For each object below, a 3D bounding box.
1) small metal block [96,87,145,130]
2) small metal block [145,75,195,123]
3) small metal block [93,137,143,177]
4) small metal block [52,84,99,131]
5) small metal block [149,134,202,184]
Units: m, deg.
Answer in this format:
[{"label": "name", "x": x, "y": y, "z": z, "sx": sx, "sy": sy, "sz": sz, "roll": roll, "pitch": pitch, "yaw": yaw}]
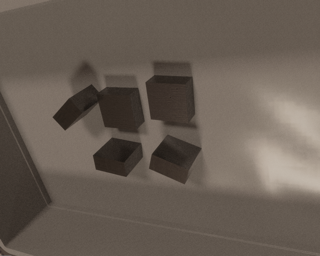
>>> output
[{"label": "small metal block", "x": -0.053, "y": -0.027, "z": 0.418, "sx": 0.050, "sy": 0.025, "sz": 0.050, "roll": 5, "pitch": 121, "yaw": 25}, {"label": "small metal block", "x": 0.014, "y": -0.036, "z": 0.378, "sx": 0.050, "sy": 0.025, "sz": 0.050, "roll": 7, "pitch": 122, "yaw": 24}, {"label": "small metal block", "x": -0.059, "y": 0.041, "z": 0.447, "sx": 0.050, "sy": 0.050, "sz": 0.025, "roll": 10, "pitch": 123, "yaw": 23}, {"label": "small metal block", "x": -0.114, "y": -0.029, "z": 0.433, "sx": 0.025, "sy": 0.050, "sz": 0.050, "roll": 49, "pitch": 128, "yaw": -6}, {"label": "small metal block", "x": 0.021, "y": 0.040, "z": 0.405, "sx": 0.050, "sy": 0.050, "sz": 0.025, "roll": 22, "pitch": 127, "yaw": 14}]
